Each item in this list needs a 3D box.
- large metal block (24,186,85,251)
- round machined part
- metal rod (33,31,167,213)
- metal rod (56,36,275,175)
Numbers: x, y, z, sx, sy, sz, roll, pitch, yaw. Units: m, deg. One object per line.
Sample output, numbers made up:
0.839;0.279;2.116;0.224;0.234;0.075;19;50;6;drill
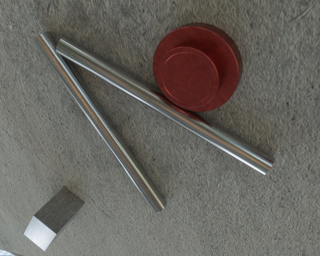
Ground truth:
-0.196;0.168;0.575;0.050;0.080;0.080;39;129;1;large metal block
0.036;-0.061;0.338;0.098;0.042;0.097;13;124;20;round machined part
-0.079;0.000;0.446;0.025;0.025;0.299;-23;107;36;metal rod
0.001;-0.032;0.385;0.301;0.025;0.025;31;128;7;metal rod
